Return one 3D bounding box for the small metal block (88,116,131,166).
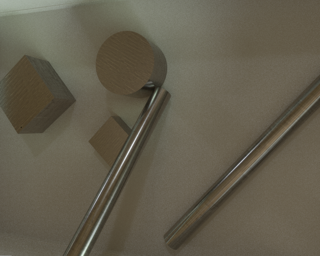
[{"bbox_3d":[-0.062,0.019,0.431,0.050,0.025,0.050,-47,76,14],"label":"small metal block"}]

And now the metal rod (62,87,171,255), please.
[{"bbox_3d":[-0.061,0.079,0.360,0.025,0.025,0.300,20,69,18],"label":"metal rod"}]

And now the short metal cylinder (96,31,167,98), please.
[{"bbox_3d":[-0.036,-0.081,0.409,0.080,0.050,0.079,0,90,19],"label":"short metal cylinder"}]

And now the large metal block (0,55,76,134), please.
[{"bbox_3d":[-0.188,-0.048,0.462,0.080,0.050,0.080,-40,78,15],"label":"large metal block"}]

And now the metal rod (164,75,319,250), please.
[{"bbox_3d":[0.110,0.038,0.371,0.025,0.025,0.299,44,103,14],"label":"metal rod"}]
